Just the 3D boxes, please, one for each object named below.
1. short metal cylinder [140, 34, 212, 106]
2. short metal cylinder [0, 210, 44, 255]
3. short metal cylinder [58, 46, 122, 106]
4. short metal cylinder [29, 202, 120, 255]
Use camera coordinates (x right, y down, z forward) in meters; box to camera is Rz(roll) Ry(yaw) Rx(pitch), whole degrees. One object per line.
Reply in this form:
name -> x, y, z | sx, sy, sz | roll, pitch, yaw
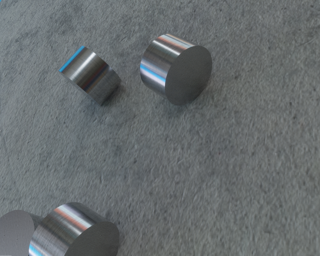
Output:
short metal cylinder -> 0.021, -0.076, 0.403 | 0.080, 0.080, 0.050 | -48, 52, -6
short metal cylinder -> -0.170, 0.148, 0.384 | 0.080, 0.050, 0.080 | -13, 56, 20
short metal cylinder -> -0.105, -0.078, 0.470 | 0.080, 0.080, 0.050 | 34, 81, 38
short metal cylinder -> -0.091, 0.128, 0.336 | 0.050, 0.080, 0.080 | 19, 72, 35
